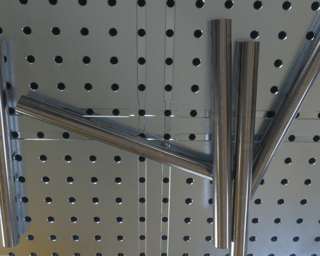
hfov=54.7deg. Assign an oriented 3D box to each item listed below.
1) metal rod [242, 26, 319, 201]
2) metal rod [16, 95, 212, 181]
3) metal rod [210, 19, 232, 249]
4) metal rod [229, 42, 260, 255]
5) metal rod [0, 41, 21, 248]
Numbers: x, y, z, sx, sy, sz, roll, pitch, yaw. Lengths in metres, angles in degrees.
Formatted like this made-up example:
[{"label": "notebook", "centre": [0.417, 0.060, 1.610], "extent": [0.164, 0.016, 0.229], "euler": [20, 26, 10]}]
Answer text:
[{"label": "metal rod", "centre": [0.166, -0.018, 0.409], "extent": [0.025, 0.025, 0.298], "euler": [19, 109, -7]}, {"label": "metal rod", "centre": [-0.040, 0.020, 0.420], "extent": [0.302, 0.025, 0.025], "euler": [20, 109, -8]}, {"label": "metal rod", "centre": [0.080, 0.017, 0.400], "extent": [0.025, 0.025, 0.298], "euler": [-3, 103, 0]}, {"label": "metal rod", "centre": [0.111, 0.040, 0.412], "extent": [0.025, 0.025, 0.298], "euler": [-1, 104, 0]}, {"label": "metal rod", "centre": [-0.215, 0.035, 0.423], "extent": [0.025, 0.025, 0.298], "euler": [4, 110, -2]}]
